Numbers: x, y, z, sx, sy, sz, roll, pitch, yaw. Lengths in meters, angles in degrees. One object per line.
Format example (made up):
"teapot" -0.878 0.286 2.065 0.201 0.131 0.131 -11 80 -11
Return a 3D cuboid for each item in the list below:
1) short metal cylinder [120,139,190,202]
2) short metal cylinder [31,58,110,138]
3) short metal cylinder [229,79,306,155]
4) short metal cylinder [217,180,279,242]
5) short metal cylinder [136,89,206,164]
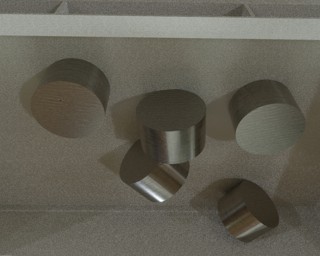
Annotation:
"short metal cylinder" -0.008 0.052 0.417 0.080 0.080 0.050 -32 123 24
"short metal cylinder" -0.102 -0.034 0.363 0.081 0.050 0.079 0 130 0
"short metal cylinder" 0.130 -0.013 0.383 0.081 0.050 0.079 0 130 0
"short metal cylinder" 0.137 0.130 0.484 0.080 0.080 0.050 28 125 -22
"short metal cylinder" 0.014 -0.003 0.370 0.080 0.080 0.050 -3 130 3
